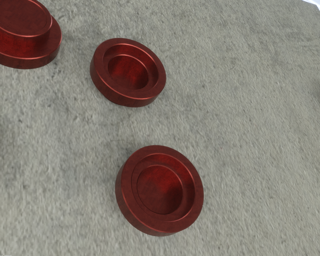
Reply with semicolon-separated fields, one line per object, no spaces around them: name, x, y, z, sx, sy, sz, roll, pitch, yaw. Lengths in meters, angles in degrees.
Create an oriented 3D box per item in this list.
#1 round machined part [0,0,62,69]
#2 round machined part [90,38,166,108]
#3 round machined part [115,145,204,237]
round machined part;-0.170;-0.123;0.377;0.099;0.042;0.098;14;56;-21
round machined part;-0.045;-0.068;0.412;0.099;0.042;0.098;14;56;-21
round machined part;-0.003;0.072;0.349;0.099;0.042;0.098;14;56;-21
